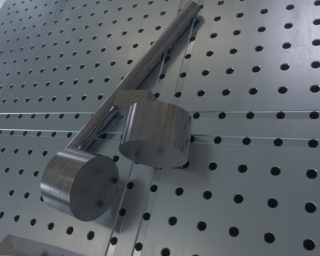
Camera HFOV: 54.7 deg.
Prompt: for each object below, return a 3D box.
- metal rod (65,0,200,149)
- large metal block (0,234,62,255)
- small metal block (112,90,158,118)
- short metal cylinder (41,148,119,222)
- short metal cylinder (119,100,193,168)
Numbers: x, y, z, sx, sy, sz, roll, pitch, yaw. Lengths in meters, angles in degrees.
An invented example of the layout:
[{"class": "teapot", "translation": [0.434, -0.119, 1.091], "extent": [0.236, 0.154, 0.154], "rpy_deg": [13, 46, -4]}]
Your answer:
[{"class": "metal rod", "translation": [-0.037, -0.079, 0.476], "extent": [0.025, 0.025, 0.300], "rpy_deg": [31, 79, 38]}, {"class": "large metal block", "translation": [-0.143, 0.173, 0.342], "extent": [0.050, 0.080, 0.080], "rpy_deg": [-46, 51, -3]}, {"class": "small metal block", "translation": [-0.028, -0.028, 0.424], "extent": [0.050, 0.050, 0.025], "rpy_deg": [4, 64, 30]}, {"class": "short metal cylinder", "translation": [-0.096, 0.068, 0.382], "extent": [0.050, 0.080, 0.080], "rpy_deg": [10, 67, 32]}, {"class": "short metal cylinder", "translation": [-0.004, 0.010, 0.369], "extent": [0.080, 0.080, 0.050], "rpy_deg": [-4, 60, 26]}]
